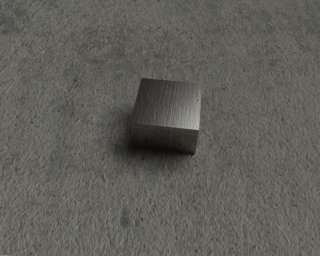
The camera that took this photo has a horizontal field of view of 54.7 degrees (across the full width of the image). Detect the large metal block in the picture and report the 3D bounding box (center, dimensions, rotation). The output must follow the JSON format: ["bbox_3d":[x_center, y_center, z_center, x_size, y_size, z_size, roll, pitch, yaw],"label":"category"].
[{"bbox_3d":[0.010,-0.016,0.402,0.080,0.050,0.080,6,50,4],"label":"large metal block"}]
